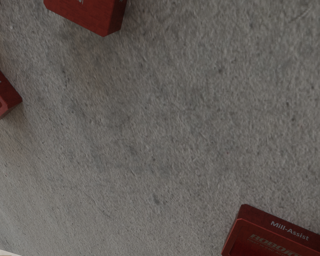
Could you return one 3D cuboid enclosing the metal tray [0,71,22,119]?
[{"bbox_3d":[-0.298,-0.075,0.510,0.090,0.030,0.130,-26,105,36],"label":"metal tray"}]

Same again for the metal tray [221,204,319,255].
[{"bbox_3d":[0.159,0.167,0.422,0.130,0.030,0.089,21,126,15],"label":"metal tray"}]

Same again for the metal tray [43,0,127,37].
[{"bbox_3d":[-0.075,-0.177,0.332,0.090,0.030,0.129,29,128,9],"label":"metal tray"}]
